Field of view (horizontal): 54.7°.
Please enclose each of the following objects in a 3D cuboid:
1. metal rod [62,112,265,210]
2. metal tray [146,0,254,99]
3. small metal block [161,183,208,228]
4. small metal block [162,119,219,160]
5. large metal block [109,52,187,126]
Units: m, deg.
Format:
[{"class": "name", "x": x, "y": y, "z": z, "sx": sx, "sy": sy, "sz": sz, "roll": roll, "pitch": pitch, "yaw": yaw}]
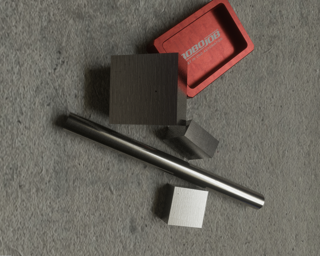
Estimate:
[{"class": "metal rod", "x": 0.018, "y": 0.051, "z": 0.416, "sx": 0.302, "sy": 0.025, "sz": 0.025, "roll": 25, "pitch": 82, "yaw": -19}, {"class": "metal tray", "x": 0.058, "y": -0.111, "z": 0.428, "sx": 0.131, "sy": 0.030, "sz": 0.090, "roll": -39, "pitch": 103, "yaw": -16}, {"class": "small metal block", "x": 0.034, "y": 0.106, "z": 0.423, "sx": 0.050, "sy": 0.025, "sz": 0.050, "roll": 12, "pitch": 86, "yaw": -20}, {"class": "small metal block", "x": 0.040, "y": 0.017, "z": 0.407, "sx": 0.050, "sy": 0.050, "sz": 0.025, "roll": 38, "pitch": 64, "yaw": -21}, {"class": "large metal block", "x": -0.012, "y": -0.043, "z": 0.372, "sx": 0.080, "sy": 0.050, "sz": 0.079, "roll": 1, "pitch": 90, "yaw": 16}]
